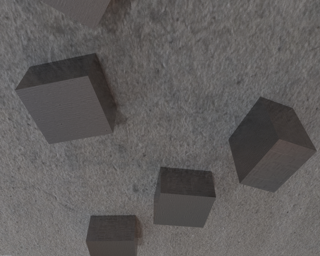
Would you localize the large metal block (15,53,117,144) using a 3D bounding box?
[{"bbox_3d":[-0.103,-0.033,0.361,0.080,0.050,0.080,-10,130,8],"label":"large metal block"}]

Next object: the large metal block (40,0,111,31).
[{"bbox_3d":[-0.072,-0.146,0.265,0.080,0.050,0.080,25,126,-20],"label":"large metal block"}]

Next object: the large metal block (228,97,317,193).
[{"bbox_3d":[0.136,0.021,0.391,0.050,0.080,0.079,17,128,-14],"label":"large metal block"}]

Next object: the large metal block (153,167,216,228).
[{"bbox_3d":[0.035,0.110,0.485,0.081,0.050,0.079,6,130,-6],"label":"large metal block"}]

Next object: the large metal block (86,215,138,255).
[{"bbox_3d":[-0.084,0.203,0.563,0.081,0.050,0.079,-1,130,0],"label":"large metal block"}]
